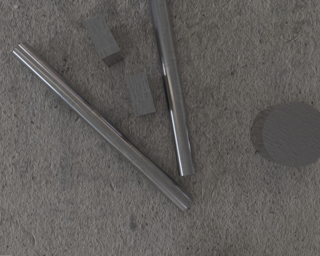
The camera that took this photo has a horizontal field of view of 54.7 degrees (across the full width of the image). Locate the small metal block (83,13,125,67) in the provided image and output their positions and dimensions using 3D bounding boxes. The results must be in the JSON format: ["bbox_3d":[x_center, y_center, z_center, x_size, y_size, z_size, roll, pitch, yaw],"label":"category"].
[{"bbox_3d":[-0.070,-0.110,0.397,0.025,0.050,0.050,-26,90,0],"label":"small metal block"}]

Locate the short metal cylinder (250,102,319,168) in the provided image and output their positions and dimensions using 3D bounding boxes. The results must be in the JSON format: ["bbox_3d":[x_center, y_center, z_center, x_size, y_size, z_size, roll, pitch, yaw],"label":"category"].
[{"bbox_3d":[0.164,0.008,0.399,0.081,0.050,0.079,0,90,0],"label":"short metal cylinder"}]

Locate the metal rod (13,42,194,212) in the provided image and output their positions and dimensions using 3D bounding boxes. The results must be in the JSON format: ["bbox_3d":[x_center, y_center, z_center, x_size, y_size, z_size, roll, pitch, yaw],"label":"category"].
[{"bbox_3d":[-0.074,-0.001,0.409,0.300,0.025,0.025,43,90,0],"label":"metal rod"}]

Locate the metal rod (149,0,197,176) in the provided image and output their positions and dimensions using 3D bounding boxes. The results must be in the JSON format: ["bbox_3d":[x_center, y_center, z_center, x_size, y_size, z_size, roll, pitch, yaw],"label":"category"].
[{"bbox_3d":[0.011,-0.087,0.409,0.025,0.025,0.298,-10,90,0],"label":"metal rod"}]

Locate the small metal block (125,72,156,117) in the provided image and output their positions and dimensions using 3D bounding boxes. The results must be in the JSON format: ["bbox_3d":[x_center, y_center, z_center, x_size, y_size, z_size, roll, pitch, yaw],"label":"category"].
[{"bbox_3d":[-0.023,-0.041,0.397,0.025,0.050,0.050,-14,90,0],"label":"small metal block"}]
